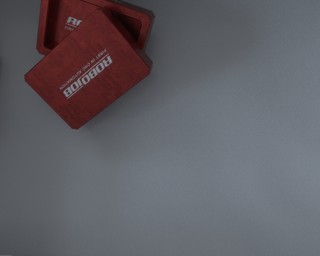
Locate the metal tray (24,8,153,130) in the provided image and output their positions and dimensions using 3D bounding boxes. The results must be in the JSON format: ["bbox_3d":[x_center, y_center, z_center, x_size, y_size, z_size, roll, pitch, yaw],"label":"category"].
[{"bbox_3d":[-0.086,-0.068,0.375,0.130,0.030,0.090,-35,107,19],"label":"metal tray"}]

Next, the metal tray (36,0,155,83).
[{"bbox_3d":[-0.081,-0.119,0.387,0.131,0.030,0.089,19,119,-1],"label":"metal tray"}]
